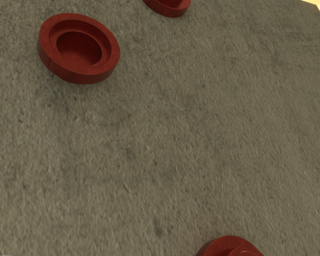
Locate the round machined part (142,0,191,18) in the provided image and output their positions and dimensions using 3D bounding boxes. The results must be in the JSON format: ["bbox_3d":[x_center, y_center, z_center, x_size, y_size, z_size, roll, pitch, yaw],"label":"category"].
[{"bbox_3d":[0.013,-0.249,0.554,0.099,0.042,0.098,14,56,-21],"label":"round machined part"}]

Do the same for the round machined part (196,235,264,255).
[{"bbox_3d":[0.087,0.168,0.339,0.099,0.042,0.098,14,56,-21],"label":"round machined part"}]

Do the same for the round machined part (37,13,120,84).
[{"bbox_3d":[-0.105,-0.095,0.396,0.099,0.042,0.098,14,56,-21],"label":"round machined part"}]
